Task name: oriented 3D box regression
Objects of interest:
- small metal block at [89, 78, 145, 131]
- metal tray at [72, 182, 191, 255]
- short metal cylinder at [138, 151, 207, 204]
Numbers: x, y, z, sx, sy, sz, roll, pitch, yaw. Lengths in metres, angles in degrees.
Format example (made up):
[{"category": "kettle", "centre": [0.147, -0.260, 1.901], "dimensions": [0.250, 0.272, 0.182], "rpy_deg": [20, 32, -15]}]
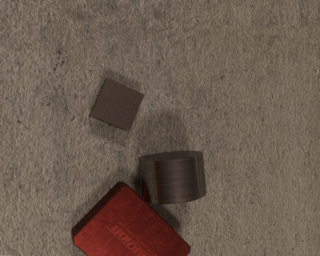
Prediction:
[{"category": "small metal block", "centre": [-0.055, -0.028, 0.390], "dimensions": [0.050, 0.025, 0.050], "rpy_deg": [24, 82, -19]}, {"category": "metal tray", "centre": [-0.035, 0.144, 0.394], "dimensions": [0.090, 0.030, 0.130], "rpy_deg": [-46, 105, -14]}, {"category": "short metal cylinder", "centre": [0.016, 0.059, 0.387], "dimensions": [0.081, 0.080, 0.050], "rpy_deg": [-6, 92, -20]}]
